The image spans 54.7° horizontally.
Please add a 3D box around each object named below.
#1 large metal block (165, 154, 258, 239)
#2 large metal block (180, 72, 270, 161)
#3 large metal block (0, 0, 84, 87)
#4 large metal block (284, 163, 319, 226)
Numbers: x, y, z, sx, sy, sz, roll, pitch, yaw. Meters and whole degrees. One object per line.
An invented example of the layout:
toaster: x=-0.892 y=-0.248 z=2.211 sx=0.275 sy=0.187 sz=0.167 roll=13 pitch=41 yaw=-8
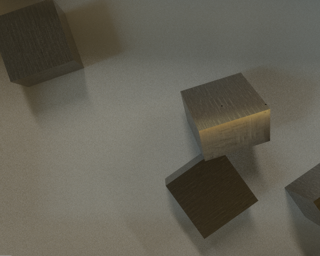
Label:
large metal block: x=0.063 y=0.079 z=0.399 sx=0.080 sy=0.050 sz=0.080 roll=-36 pitch=90 yaw=0
large metal block: x=0.078 y=-0.016 z=0.378 sx=0.080 sy=0.080 sz=0.050 roll=-17 pitch=131 yaw=0
large metal block: x=-0.155 y=-0.106 z=0.397 sx=0.080 sy=0.050 sz=0.080 roll=-19 pitch=90 yaw=0
large metal block: x=0.218 y=0.080 z=0.385 sx=0.080 sy=0.080 sz=0.050 roll=-35 pitch=90 yaw=0
